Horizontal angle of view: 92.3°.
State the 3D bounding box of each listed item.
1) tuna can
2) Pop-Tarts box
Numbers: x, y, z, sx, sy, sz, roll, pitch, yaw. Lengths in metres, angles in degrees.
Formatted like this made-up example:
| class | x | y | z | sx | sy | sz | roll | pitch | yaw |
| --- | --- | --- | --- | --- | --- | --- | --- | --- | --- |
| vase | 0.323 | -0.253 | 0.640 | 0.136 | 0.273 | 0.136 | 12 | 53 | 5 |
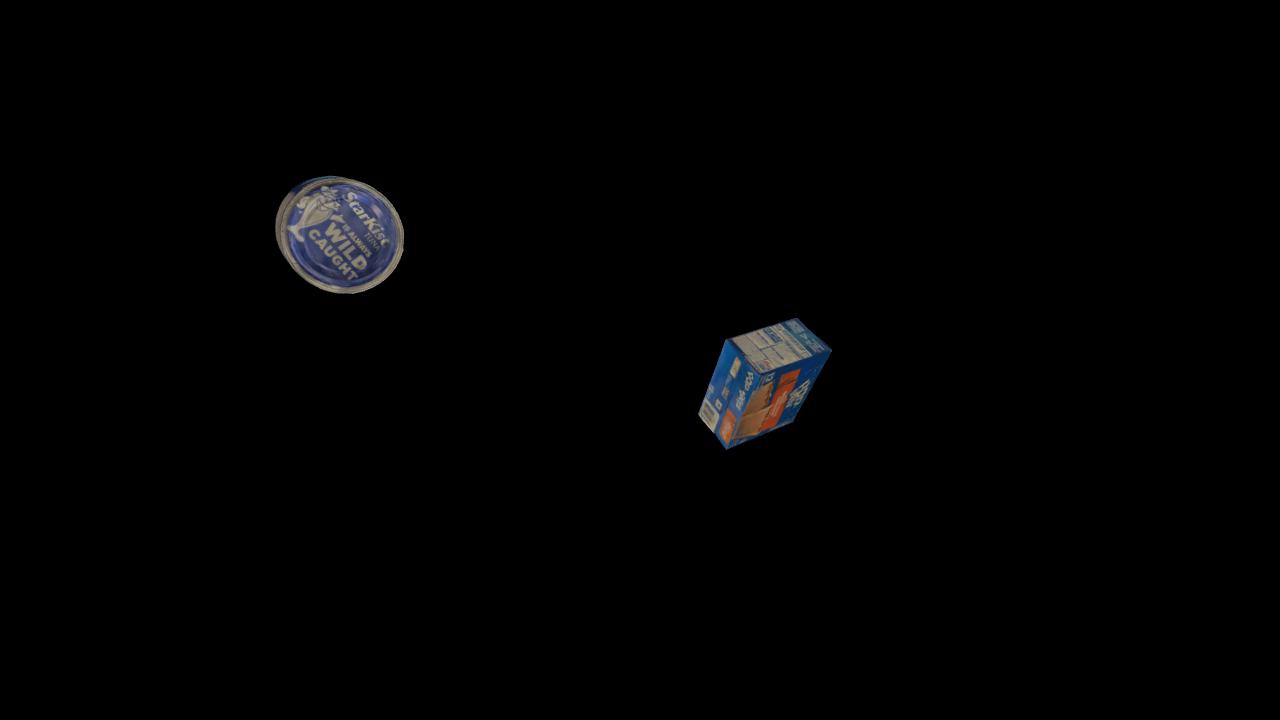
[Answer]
| class | x | y | z | sx | sy | sz | roll | pitch | yaw |
| --- | --- | --- | --- | --- | --- | --- | --- | --- | --- |
| tuna can | -0.224 | -0.094 | 0.461 | 0.084 | 0.084 | 0.034 | 0 | 17 | -38 |
| Pop-Tarts box | 0.183 | 0.036 | 0.923 | 0.141 | 0.167 | 0.083 | -17 | 52 | -29 |
